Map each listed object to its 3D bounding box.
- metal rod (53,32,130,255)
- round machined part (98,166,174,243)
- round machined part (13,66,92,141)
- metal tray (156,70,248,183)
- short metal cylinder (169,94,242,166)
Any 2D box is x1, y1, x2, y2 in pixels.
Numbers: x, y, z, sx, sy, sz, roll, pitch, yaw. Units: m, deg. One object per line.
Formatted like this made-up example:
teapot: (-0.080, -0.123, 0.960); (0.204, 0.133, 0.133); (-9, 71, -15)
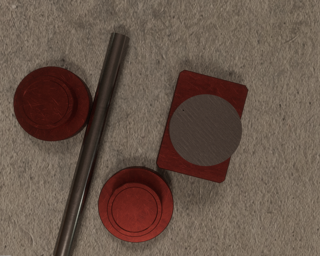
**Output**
metal rod: (-0.090, 0.023, 0.408); (0.025, 0.025, 0.298); (15, 90, -1)
round machined part: (-0.031, 0.101, 0.401); (0.099, 0.042, 0.097); (0, 90, -1)
round machined part: (-0.141, -0.031, 0.400); (0.099, 0.042, 0.097); (0, 90, -1)
metal tray: (0.054, -0.002, 0.408); (0.091, 0.030, 0.129); (15, 90, -1)
short metal cylinder: (0.051, 0.002, 0.368); (0.081, 0.050, 0.079); (0, 90, -1)
